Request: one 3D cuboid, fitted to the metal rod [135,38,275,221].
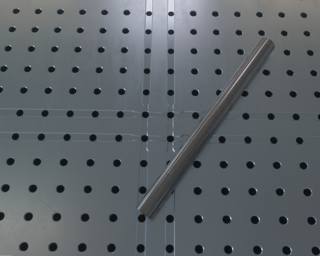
[{"bbox_3d":[0.069,-0.010,0.415,0.025,0.025,0.300,35,73,12],"label":"metal rod"}]
